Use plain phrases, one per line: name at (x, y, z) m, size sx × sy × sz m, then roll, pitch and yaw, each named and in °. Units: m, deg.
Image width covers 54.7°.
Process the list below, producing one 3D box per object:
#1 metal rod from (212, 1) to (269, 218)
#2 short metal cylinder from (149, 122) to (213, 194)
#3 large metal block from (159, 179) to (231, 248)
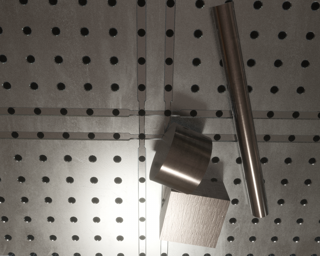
metal rod at (0.111, -0.009, 0.411) m, size 0.025 × 0.025 × 0.298 m, roll -14°, pitch 110°, yaw 5°
short metal cylinder at (0.026, 0.039, 0.399) m, size 0.050 × 0.080 × 0.079 m, roll 23°, pitch 108°, yaw -9°
large metal block at (0.046, 0.118, 0.444) m, size 0.081 × 0.050 × 0.079 m, roll 10°, pitch 110°, yaw -4°
